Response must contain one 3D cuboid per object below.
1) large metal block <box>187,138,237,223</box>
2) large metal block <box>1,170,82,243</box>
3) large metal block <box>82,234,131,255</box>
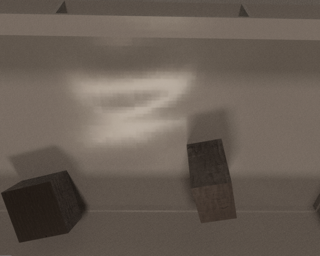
[{"bbox_3d":[0.073,0.074,0.438,0.050,0.080,0.080,-11,130,8],"label":"large metal block"},{"bbox_3d":[-0.176,0.117,0.468,0.080,0.050,0.080,-14,98,11],"label":"large metal block"},{"bbox_3d":[-0.105,0.264,0.599,0.080,0.080,0.050,-21,127,16],"label":"large metal block"}]
